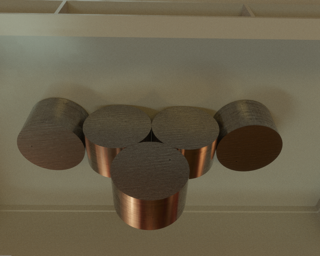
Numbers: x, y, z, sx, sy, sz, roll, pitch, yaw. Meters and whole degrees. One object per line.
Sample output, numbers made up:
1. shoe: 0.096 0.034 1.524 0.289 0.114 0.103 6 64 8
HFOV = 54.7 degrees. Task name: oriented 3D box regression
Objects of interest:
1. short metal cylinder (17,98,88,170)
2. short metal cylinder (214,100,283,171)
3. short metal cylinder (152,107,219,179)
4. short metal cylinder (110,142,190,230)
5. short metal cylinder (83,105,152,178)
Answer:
1. short metal cylinder: -0.132 0.009 0.396 0.081 0.050 0.079 0 130 0
2. short metal cylinder: 0.110 0.011 0.401 0.081 0.050 0.079 0 130 0
3. short metal cylinder: 0.030 0.017 0.385 0.081 0.080 0.050 1 130 -1
4. short metal cylinder: -0.011 0.060 0.331 0.081 0.080 0.050 1 130 -1
5. short metal cylinder: -0.051 0.015 0.383 0.081 0.080 0.050 1 130 -1
